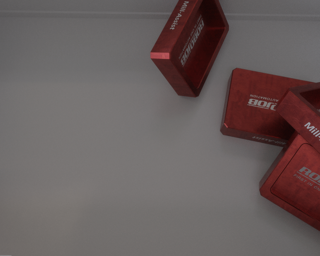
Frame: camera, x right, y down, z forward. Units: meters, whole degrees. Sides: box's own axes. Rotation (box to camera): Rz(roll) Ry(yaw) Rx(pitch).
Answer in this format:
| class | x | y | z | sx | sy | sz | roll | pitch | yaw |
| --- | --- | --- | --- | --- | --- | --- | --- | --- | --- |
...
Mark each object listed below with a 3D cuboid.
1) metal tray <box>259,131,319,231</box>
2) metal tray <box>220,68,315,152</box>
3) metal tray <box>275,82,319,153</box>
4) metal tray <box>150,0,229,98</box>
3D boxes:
| class | x | y | z | sx | sy | sz | roll | pitch | yaw |
| --- | --- | --- | --- | --- | --- | --- | --- | --- | --- |
| metal tray | 0.195 | 0.071 | 0.358 | 0.130 | 0.030 | 0.089 | 31 | 107 | 10 |
| metal tray | 0.154 | -0.024 | 0.417 | 0.131 | 0.030 | 0.090 | 12 | 70 | 4 |
| metal tray | 0.203 | 0.003 | 0.338 | 0.091 | 0.030 | 0.130 | -13 | 52 | -32 |
| metal tray | 0.045 | -0.118 | 0.416 | 0.030 | 0.090 | 0.130 | 12 | 67 | 37 |
